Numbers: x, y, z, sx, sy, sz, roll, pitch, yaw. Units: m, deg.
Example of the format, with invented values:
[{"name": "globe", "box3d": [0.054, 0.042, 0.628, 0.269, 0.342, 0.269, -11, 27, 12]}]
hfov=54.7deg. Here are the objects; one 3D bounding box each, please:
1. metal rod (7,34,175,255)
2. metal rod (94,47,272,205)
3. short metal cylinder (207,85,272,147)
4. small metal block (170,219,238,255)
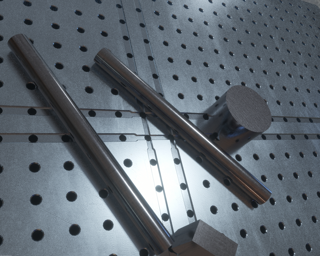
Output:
[{"name": "metal rod", "box3d": [-0.084, 0.011, 0.355, 0.025, 0.025, 0.299, -31, 79, -38]}, {"name": "metal rod", "box3d": [0.031, -0.002, 0.426, 0.300, 0.025, 0.025, 41, 51, 0]}, {"name": "short metal cylinder", "box3d": [0.119, -0.018, 0.467, 0.081, 0.050, 0.080, 14, 56, -21]}, {"name": "small metal block", "box3d": [0.047, 0.130, 0.338, 0.050, 0.050, 0.025, 35, 51, -6]}]
